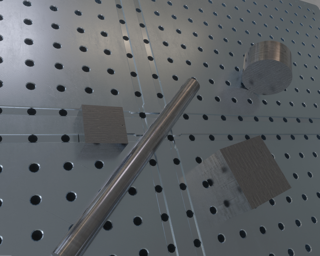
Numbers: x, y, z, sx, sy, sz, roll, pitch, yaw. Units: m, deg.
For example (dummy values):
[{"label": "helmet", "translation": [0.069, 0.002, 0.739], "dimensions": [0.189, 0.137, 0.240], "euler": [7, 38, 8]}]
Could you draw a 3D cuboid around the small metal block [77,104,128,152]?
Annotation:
[{"label": "small metal block", "translation": [-0.069, 0.001, 0.370], "dimensions": [0.050, 0.025, 0.050], "euler": [2, 61, -27]}]

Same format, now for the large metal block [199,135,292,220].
[{"label": "large metal block", "translation": [0.113, 0.064, 0.414], "dimensions": [0.081, 0.050, 0.080], "euler": [-14, 69, -34]}]

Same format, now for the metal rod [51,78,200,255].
[{"label": "metal rod", "translation": [-0.020, 0.028, 0.380], "dimensions": [0.025, 0.025, 0.301], "euler": [39, 51, -3]}]

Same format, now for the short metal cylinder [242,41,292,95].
[{"label": "short metal cylinder", "translation": [0.185, -0.103, 0.536], "dimensions": [0.080, 0.080, 0.050], "euler": [26, 53, -12]}]
